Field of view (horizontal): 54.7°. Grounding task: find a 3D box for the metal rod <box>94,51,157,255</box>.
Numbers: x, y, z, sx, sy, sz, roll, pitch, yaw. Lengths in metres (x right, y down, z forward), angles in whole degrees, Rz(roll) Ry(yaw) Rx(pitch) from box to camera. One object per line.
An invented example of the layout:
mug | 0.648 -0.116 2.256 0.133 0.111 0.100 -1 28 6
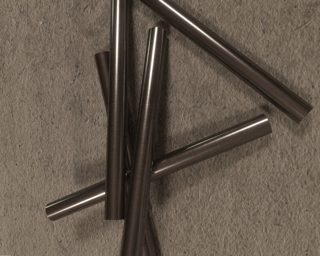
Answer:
metal rod | -0.047 0.042 0.424 0.025 0.025 0.298 -14 85 19

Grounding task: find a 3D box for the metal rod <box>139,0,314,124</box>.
metal rod | 0.057 -0.112 0.388 0.300 0.025 0.025 42 103 14

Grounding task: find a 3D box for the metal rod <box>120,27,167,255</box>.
metal rod | -0.018 0.017 0.374 0.025 0.025 0.299 1 75 19

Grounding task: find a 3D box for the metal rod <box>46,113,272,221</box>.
metal rod | -0.009 0.053 0.390 0.301 0.025 0.025 -24 82 10

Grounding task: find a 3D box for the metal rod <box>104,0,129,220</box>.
metal rod | -0.054 -0.039 0.395 0.025 0.025 0.299 -5 76 19
